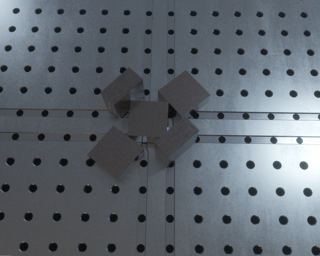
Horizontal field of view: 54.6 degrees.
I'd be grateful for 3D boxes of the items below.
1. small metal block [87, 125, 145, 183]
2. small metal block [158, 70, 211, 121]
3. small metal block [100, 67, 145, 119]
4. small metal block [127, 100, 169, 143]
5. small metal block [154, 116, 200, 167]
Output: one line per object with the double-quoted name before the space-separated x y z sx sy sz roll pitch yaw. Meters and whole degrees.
"small metal block" -0.056 0.034 0.399 0.050 0.025 0.050 36 73 12
"small metal block" 0.033 -0.043 0.428 0.050 0.025 0.050 -38 75 -12
"small metal block" -0.048 -0.045 0.414 0.025 0.050 0.050 42 76 13
"small metal block" -0.015 -0.008 0.414 0.050 0.025 0.050 3 69 2
"small metal block" 0.020 0.018 0.392 0.050 0.050 0.025 -40 75 -13
